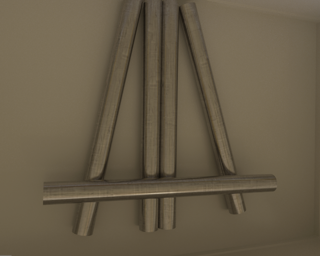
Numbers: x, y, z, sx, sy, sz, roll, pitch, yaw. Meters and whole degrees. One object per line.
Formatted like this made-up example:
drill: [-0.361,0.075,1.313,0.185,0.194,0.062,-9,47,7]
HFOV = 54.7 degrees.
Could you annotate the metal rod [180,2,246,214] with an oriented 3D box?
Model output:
metal rod: [0.075,-0.023,0.437,0.025,0.025,0.298,-17,96,-19]

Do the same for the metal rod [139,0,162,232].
metal rod: [-0.012,-0.017,0.405,0.025,0.025,0.298,1,90,-20]

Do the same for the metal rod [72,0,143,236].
metal rod: [-0.064,-0.019,0.386,0.025,0.025,0.298,13,86,-20]

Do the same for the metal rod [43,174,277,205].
metal rod: [0.016,0.074,0.387,0.302,0.025,0.025,1,90,-20]

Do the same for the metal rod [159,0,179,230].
metal rod: [0.011,-0.018,0.413,0.025,0.025,0.298,1,90,-20]
